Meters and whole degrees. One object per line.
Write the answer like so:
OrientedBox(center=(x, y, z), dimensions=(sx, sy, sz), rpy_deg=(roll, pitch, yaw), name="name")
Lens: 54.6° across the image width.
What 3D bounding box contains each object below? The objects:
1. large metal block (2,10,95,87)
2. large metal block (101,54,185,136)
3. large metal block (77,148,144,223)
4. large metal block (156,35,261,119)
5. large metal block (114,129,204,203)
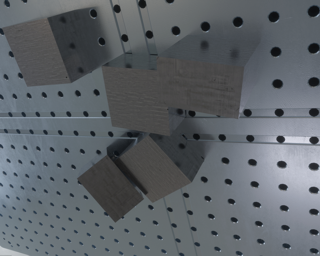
OrientedBox(center=(-0.145, -0.103, 0.409), dimensions=(0.080, 0.050, 0.080), rpy_deg=(0, 119, 28), name="large metal block")
OrientedBox(center=(-0.017, -0.043, 0.378), dimensions=(0.080, 0.050, 0.080), rpy_deg=(9, 122, 23), name="large metal block")
OrientedBox(center=(-0.073, 0.080, 0.456), dimensions=(0.050, 0.080, 0.080), rpy_deg=(-39, 99, -6), name="large metal block")
OrientedBox(center=(0.051, -0.056, 0.315), dimensions=(0.080, 0.080, 0.050), rpy_deg=(12, 124, 22), name="large metal block")
OrientedBox(center=(-0.002, 0.045, 0.424), dimensions=(0.080, 0.050, 0.080), rpy_deg=(48, 129, -6), name="large metal block")
